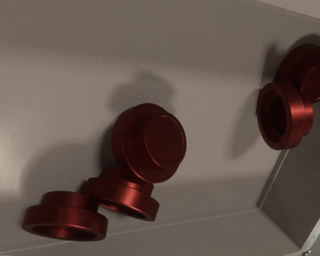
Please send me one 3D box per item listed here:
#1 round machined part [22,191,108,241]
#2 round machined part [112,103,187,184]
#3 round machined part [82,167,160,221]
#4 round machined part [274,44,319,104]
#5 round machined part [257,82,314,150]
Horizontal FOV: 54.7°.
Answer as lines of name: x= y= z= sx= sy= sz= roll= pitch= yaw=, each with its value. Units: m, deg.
round machined part: x=-0.113 y=0.109 z=0.383 sx=0.099 sy=0.042 sz=0.098 roll=3 pitch=149 yaw=2
round machined part: x=-0.006 y=0.017 z=0.372 sx=0.099 sy=0.042 sz=0.098 roll=14 pitch=70 yaw=-42
round machined part: x=-0.046 y=0.084 z=0.402 sx=0.098 sy=0.098 sz=0.042 roll=41 pitch=59 yaw=-40
round machined part: x=0.230 y=-0.076 z=0.477 sx=0.099 sy=0.042 sz=0.097 roll=-13 pitch=123 yaw=-20
round machined part: x=0.182 y=-0.019 z=0.448 sx=0.042 sy=0.098 sz=0.097 roll=-6 pitch=123 yaw=-8
